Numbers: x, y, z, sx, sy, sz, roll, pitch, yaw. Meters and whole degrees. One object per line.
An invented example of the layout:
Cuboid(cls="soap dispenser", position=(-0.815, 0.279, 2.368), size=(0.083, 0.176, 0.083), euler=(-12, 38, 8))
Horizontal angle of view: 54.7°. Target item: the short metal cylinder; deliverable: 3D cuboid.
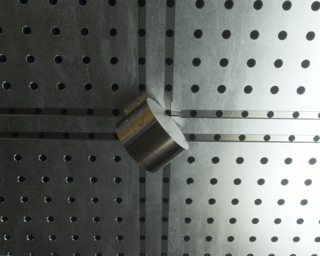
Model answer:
Cuboid(cls="short metal cylinder", position=(-0.009, 0.009, 0.387), size=(0.050, 0.080, 0.080), euler=(-38, 106, 13))
